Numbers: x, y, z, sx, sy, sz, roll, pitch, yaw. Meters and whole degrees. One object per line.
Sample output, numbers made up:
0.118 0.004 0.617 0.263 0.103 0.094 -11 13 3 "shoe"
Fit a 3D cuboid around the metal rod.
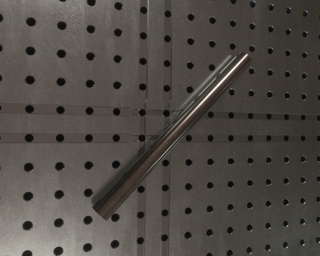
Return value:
0.025 0.002 0.423 0.301 0.025 0.025 -46 105 -14 "metal rod"
